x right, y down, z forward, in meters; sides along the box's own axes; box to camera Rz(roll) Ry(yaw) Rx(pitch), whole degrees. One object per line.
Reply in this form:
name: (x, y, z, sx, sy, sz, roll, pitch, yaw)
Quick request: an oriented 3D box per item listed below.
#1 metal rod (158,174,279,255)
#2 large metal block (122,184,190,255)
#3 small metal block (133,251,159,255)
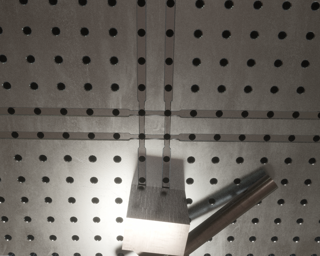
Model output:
metal rod: (0.044, 0.169, 0.453, 0.300, 0.025, 0.025, -38, 106, 4)
large metal block: (-0.006, 0.125, 0.430, 0.081, 0.080, 0.050, 8, 110, -3)
small metal block: (-0.006, 0.183, 0.481, 0.050, 0.025, 0.050, -38, 106, 12)
